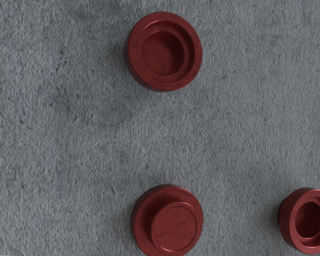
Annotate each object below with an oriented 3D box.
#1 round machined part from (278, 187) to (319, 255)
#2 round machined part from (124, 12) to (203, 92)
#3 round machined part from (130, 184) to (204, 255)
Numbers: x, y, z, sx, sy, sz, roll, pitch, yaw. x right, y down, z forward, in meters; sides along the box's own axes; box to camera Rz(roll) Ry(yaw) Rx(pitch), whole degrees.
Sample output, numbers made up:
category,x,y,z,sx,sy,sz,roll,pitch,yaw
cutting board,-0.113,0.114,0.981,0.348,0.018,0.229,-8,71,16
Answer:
category,x,y,z,sx,sy,sz,roll,pitch,yaw
round machined part,0.225,0.141,0.483,0.099,0.042,0.097,0,90,-20
round machined part,0.002,-0.095,0.400,0.099,0.042,0.097,0,90,-20
round machined part,0.014,0.126,0.405,0.099,0.042,0.097,0,90,-20
